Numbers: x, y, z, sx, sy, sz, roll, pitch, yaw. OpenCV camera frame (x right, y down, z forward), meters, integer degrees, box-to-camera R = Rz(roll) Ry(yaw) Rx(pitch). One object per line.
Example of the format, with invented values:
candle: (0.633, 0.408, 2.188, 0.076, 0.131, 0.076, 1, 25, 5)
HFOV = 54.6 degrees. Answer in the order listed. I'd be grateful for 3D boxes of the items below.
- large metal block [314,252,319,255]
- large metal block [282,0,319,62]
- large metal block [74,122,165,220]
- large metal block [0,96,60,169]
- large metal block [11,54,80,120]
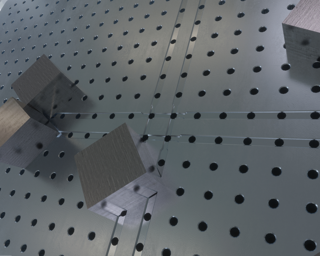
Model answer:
large metal block: (0.172, 0.118, 0.230, 0.080, 0.050, 0.080, -35, 51, 5)
large metal block: (0.204, -0.124, 0.361, 0.080, 0.050, 0.080, 34, 81, 38)
large metal block: (-0.052, 0.054, 0.388, 0.080, 0.050, 0.080, -33, 51, 7)
large metal block: (-0.217, 0.010, 0.475, 0.080, 0.080, 0.050, -46, 69, -4)
large metal block: (-0.201, -0.072, 0.544, 0.080, 0.050, 0.080, -45, 51, -3)
